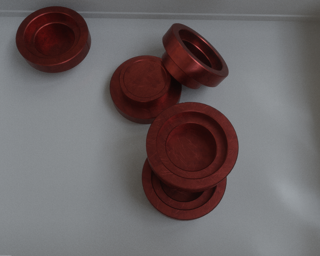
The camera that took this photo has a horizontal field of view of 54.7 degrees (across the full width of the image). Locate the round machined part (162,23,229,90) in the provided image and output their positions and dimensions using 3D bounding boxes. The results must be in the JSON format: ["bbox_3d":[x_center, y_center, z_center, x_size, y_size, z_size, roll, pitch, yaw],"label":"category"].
[{"bbox_3d":[0.042,-0.091,0.416,0.098,0.042,0.098,29,36,-23],"label":"round machined part"}]

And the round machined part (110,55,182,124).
[{"bbox_3d":[-0.019,-0.058,0.422,0.099,0.042,0.098,0,70,-1],"label":"round machined part"}]

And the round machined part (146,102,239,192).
[{"bbox_3d":[0.034,0.023,0.348,0.099,0.042,0.098,0,70,0],"label":"round machined part"}]

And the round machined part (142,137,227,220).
[{"bbox_3d":[0.028,0.063,0.378,0.099,0.042,0.098,0,70,0],"label":"round machined part"}]

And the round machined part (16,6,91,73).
[{"bbox_3d":[-0.148,-0.121,0.443,0.099,0.042,0.098,0,70,-1],"label":"round machined part"}]
